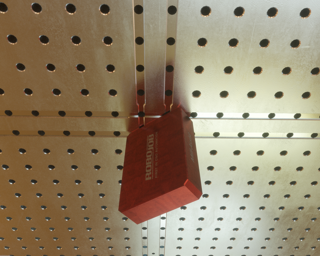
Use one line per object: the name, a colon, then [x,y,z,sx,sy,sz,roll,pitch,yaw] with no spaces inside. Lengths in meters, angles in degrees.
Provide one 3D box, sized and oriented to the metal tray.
metal tray: [-0.001,0.041,0.378,0.090,0.130,0.030,-28,125,21]
